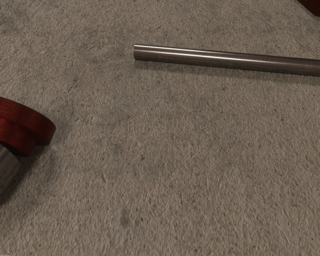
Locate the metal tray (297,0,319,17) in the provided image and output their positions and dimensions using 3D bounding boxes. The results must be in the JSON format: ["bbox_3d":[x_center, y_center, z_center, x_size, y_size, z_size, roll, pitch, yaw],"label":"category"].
[{"bbox_3d":[0.331,-0.283,0.642,0.091,0.030,0.130,-13,51,-11],"label":"metal tray"}]

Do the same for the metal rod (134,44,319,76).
[{"bbox_3d":[0.109,-0.110,0.496,0.302,0.025,0.025,6,50,4],"label":"metal rod"}]

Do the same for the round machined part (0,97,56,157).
[{"bbox_3d":[-0.176,0.002,0.355,0.098,0.098,0.042,12,69,9],"label":"round machined part"}]

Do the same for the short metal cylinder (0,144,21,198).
[{"bbox_3d":[-0.199,0.044,0.327,0.080,0.080,0.050,15,53,11],"label":"short metal cylinder"}]
